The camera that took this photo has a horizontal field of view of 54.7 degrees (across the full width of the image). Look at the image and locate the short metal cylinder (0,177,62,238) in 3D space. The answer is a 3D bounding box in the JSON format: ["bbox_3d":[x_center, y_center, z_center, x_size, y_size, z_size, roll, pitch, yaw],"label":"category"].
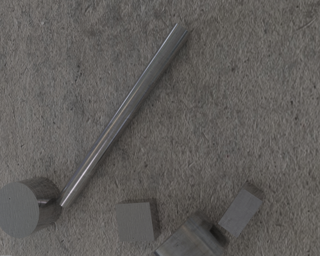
[{"bbox_3d":[-0.196,0.117,0.465,0.080,0.050,0.080,0,90,20],"label":"short metal cylinder"}]

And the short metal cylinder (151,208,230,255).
[{"bbox_3d":[0.036,0.141,0.367,0.050,0.080,0.080,46,104,14],"label":"short metal cylinder"}]

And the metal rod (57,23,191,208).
[{"bbox_3d":[-0.056,-0.009,0.428,0.025,0.025,0.299,39,102,15],"label":"metal rod"}]

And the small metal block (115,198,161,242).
[{"bbox_3d":[-0.029,0.124,0.419,0.050,0.025,0.050,-9,87,19],"label":"small metal block"}]

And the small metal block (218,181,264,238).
[{"bbox_3d":[0.096,0.093,0.362,0.025,0.050,0.050,34,101,16],"label":"small metal block"}]
